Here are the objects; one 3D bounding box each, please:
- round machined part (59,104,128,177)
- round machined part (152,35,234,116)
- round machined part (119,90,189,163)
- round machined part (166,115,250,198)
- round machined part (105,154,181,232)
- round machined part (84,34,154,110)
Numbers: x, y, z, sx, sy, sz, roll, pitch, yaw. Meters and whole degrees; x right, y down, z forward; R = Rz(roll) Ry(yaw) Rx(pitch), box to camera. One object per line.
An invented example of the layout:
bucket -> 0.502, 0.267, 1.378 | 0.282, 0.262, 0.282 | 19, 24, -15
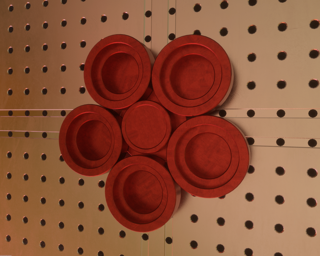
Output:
round machined part -> -0.088, 0.016, 0.435 | 0.098, 0.042, 0.097 | 0, 90, 20
round machined part -> 0.043, -0.063, 0.388 | 0.098, 0.042, 0.097 | 0, 90, 20
round machined part -> -0.011, -0.001, 0.407 | 0.098, 0.042, 0.097 | 0, 90, 20
round machined part -> 0.061, 0.033, 0.382 | 0.098, 0.042, 0.097 | 0, 90, 20
round machined part -> -0.019, 0.083, 0.410 | 0.098, 0.042, 0.097 | 0, 90, 20
round machined part -> -0.050, -0.073, 0.421 | 0.098, 0.042, 0.097 | 0, 90, 20
